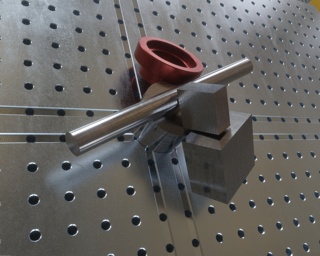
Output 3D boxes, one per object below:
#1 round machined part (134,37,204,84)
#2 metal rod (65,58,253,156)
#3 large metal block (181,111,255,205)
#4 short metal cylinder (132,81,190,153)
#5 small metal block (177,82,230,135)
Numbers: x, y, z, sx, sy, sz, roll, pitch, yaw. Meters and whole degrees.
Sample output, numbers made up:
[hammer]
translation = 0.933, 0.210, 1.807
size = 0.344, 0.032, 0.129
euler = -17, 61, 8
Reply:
[round machined part]
translation = 0.009, -0.088, 0.442
size = 0.099, 0.042, 0.098
euler = 19, 31, -12
[metal rod]
translation = 0.025, -0.039, 0.382
size = 0.302, 0.025, 0.025
euler = -27, 77, -37
[large metal block]
translation = 0.076, 0.032, 0.386
size = 0.080, 0.050, 0.080
euler = -41, 130, -39
[short metal cylinder]
translation = 0.008, -0.014, 0.406
size = 0.081, 0.050, 0.080
euler = 14, 56, -21
[small metal block]
translation = 0.051, -0.024, 0.357
size = 0.025, 0.050, 0.050
euler = -34, 123, -38
